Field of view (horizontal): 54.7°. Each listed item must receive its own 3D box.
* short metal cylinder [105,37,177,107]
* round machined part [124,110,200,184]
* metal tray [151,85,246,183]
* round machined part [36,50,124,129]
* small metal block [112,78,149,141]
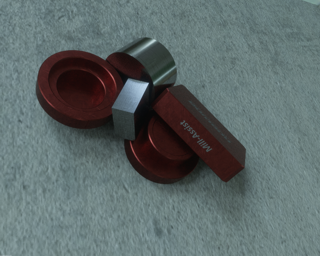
[{"bbox_3d":[-0.025,-0.070,0.401,0.080,0.080,0.050,44,51,2],"label":"short metal cylinder"},{"bbox_3d":[0.008,0.017,0.390,0.099,0.042,0.098,14,56,-21],"label":"round machined part"},{"bbox_3d":[0.055,0.001,0.404,0.130,0.030,0.090,46,19,3],"label":"metal tray"},{"bbox_3d":[-0.095,-0.041,0.369,0.099,0.042,0.098,14,56,-21],"label":"round machined part"},{"bbox_3d":[-0.033,-0.021,0.363,0.025,0.050,0.050,15,52,9],"label":"small metal block"}]
